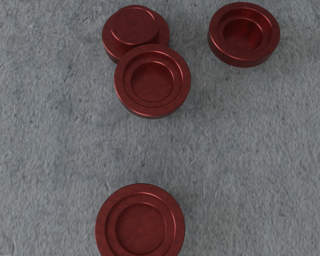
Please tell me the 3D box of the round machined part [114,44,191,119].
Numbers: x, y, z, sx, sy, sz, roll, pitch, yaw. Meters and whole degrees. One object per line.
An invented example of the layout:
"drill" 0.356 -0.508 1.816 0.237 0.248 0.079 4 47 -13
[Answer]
"round machined part" -0.010 -0.059 0.415 0.099 0.042 0.098 1 79 -3

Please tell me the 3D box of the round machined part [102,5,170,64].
"round machined part" -0.035 -0.138 0.449 0.099 0.042 0.098 0 70 -1

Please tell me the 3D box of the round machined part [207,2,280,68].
"round machined part" 0.117 -0.129 0.448 0.099 0.042 0.098 0 70 -1

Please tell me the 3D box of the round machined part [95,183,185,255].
"round machined part" -0.022 0.116 0.357 0.099 0.042 0.098 0 70 -1
